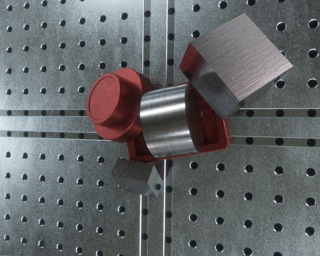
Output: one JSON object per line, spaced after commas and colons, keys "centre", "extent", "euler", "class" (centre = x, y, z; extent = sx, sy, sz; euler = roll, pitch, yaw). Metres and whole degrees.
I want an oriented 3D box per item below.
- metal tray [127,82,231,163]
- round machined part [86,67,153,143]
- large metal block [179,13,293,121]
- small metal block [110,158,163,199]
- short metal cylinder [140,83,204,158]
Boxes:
{"centre": [0.018, -0.007, 0.401], "extent": [0.130, 0.030, 0.089], "euler": [-12, 86, 19], "class": "metal tray"}
{"centre": [-0.058, -0.033, 0.400], "extent": [0.098, 0.042, 0.098], "euler": [-16, 66, 39], "class": "round machined part"}
{"centre": [0.082, -0.068, 0.345], "extent": [0.080, 0.050, 0.080], "euler": [-32, 78, -20], "class": "large metal block"}
{"centre": [-0.029, 0.066, 0.403], "extent": [0.050, 0.050, 0.025], "euler": [8, 59, 20], "class": "small metal block"}
{"centre": [0.017, -0.008, 0.360], "extent": [0.050, 0.080, 0.080], "euler": [-9, 87, 19], "class": "short metal cylinder"}
